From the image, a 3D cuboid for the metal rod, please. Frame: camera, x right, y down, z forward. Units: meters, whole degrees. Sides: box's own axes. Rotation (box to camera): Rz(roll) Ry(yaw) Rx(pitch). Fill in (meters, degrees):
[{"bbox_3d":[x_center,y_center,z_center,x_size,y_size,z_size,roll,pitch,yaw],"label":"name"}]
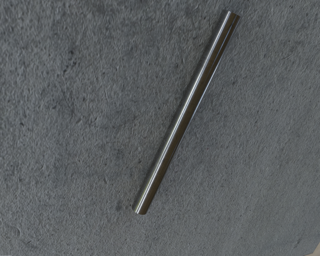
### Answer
[{"bbox_3d":[0.028,-0.007,0.416,0.025,0.025,0.298,12,112,-33],"label":"metal rod"}]
